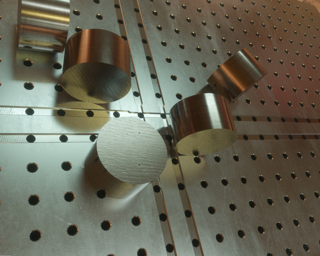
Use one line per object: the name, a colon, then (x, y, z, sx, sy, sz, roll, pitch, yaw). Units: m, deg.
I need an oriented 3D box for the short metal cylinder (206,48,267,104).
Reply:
short metal cylinder: (0.121, -0.079, 0.489, 0.081, 0.080, 0.050, -33, 81, -38)

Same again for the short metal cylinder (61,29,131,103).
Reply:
short metal cylinder: (-0.076, -0.073, 0.378, 0.081, 0.080, 0.050, 10, 58, -24)

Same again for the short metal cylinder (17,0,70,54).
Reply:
short metal cylinder: (-0.144, -0.134, 0.378, 0.050, 0.080, 0.080, 2, 61, -28)

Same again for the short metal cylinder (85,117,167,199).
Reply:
short metal cylinder: (-0.039, 0.034, 0.351, 0.081, 0.050, 0.080, 14, 56, -21)

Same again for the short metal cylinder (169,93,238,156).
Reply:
short metal cylinder: (0.056, -0.002, 0.406, 0.081, 0.080, 0.050, 5, 60, -26)
